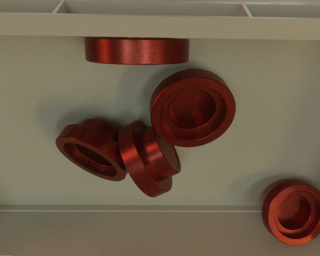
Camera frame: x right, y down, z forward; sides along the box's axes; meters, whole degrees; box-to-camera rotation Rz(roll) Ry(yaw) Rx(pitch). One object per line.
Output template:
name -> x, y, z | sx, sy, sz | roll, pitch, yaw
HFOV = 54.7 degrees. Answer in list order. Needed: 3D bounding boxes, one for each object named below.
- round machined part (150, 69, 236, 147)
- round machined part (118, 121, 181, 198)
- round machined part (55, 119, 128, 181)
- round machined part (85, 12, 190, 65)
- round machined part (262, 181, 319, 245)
round machined part -> 0.037, -0.027, 0.371 | 0.099, 0.042, 0.097 | -3, 127, -4
round machined part -> -0.008, 0.034, 0.390 | 0.042, 0.098, 0.098 | -27, 126, 14
round machined part -> -0.080, 0.025, 0.400 | 0.098, 0.042, 0.098 | 20, 150, 12
round machined part -> -0.021, -0.086, 0.294 | 0.099, 0.098, 0.042 | 1, 107, -1
round machined part -> 0.208, 0.131, 0.493 | 0.099, 0.042, 0.097 | -1, 96, -8
